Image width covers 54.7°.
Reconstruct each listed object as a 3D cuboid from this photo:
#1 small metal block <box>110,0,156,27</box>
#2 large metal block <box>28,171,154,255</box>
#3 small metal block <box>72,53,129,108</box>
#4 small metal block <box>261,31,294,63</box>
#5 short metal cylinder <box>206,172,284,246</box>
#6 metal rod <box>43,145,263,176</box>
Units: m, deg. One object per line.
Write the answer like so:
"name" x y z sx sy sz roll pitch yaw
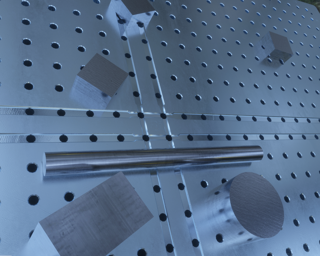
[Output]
"small metal block" -0.045 -0.197 0.506 0.050 0.025 0.050 -29 78 -38
"large metal block" -0.065 0.093 0.282 0.081 0.080 0.050 -30 79 -38
"small metal block" -0.077 -0.063 0.406 0.050 0.025 0.050 33 51 -7
"small metal block" 0.244 -0.169 0.647 0.050 0.025 0.050 9 58 -24
"short metal cylinder" 0.106 0.102 0.389 0.081 0.050 0.080 14 56 -21
"metal rod" 0.013 0.038 0.393 0.303 0.025 0.025 0 62 -29
